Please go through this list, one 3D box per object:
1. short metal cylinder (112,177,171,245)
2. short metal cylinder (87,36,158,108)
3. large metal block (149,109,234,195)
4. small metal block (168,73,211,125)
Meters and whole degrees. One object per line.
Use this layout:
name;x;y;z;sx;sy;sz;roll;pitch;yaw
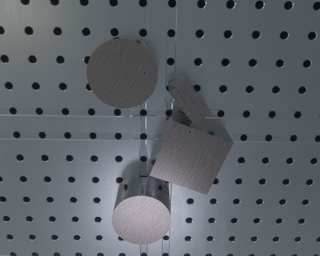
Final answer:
short metal cylinder;-0.025;0.117;0.443;0.081;0.050;0.079;0;110;0
short metal cylinder;-0.043;-0.069;0.374;0.081;0.050;0.079;0;110;0
large metal block;0.039;0.031;0.412;0.080;0.050;0.079;20;109;-8
small metal block;0.036;-0.038;0.386;0.025;0.050;0.050;-36;106;12
